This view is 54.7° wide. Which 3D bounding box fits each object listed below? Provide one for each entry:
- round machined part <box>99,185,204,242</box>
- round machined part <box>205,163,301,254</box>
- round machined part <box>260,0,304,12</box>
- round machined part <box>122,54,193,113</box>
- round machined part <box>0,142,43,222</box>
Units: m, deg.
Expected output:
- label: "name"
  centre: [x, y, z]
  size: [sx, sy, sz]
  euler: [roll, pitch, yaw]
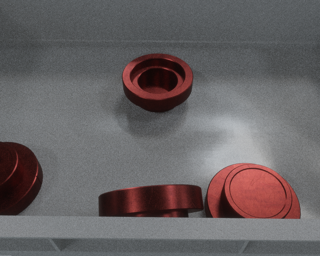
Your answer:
- label: "round machined part"
  centre: [-0.007, 0.083, 0.293]
  size: [0.099, 0.098, 0.042]
  euler: [-4, 71, -4]
- label: "round machined part"
  centre: [0.099, 0.078, 0.329]
  size: [0.099, 0.042, 0.098]
  euler: [0, 50, 0]
- label: "round machined part"
  centre: [0.242, -0.271, 0.625]
  size: [0.099, 0.042, 0.098]
  euler: [0, 50, 0]
- label: "round machined part"
  centre: [-0.003, -0.060, 0.445]
  size: [0.099, 0.042, 0.098]
  euler: [0, 50, 0]
- label: "round machined part"
  centre: [-0.188, 0.054, 0.348]
  size: [0.099, 0.042, 0.098]
  euler: [0, 50, 0]
